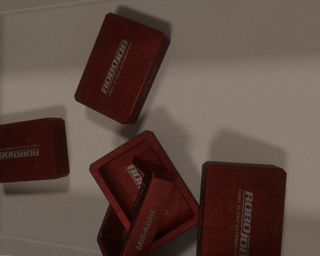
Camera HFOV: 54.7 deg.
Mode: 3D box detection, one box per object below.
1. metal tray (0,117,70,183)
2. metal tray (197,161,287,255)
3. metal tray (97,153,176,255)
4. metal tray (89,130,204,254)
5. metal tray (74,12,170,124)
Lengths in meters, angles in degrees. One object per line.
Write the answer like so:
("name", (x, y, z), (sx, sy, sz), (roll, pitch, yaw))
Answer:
("metal tray", (-0.208, 0.036, 0.479), (0.130, 0.030, 0.089), (-7, 88, 19))
("metal tray", (0.092, 0.107, 0.359), (0.091, 0.030, 0.129), (4, 91, -2))
("metal tray", (-0.034, 0.104, 0.384), (0.030, 0.090, 0.129), (19, 93, -26))
("metal tray", (-0.016, 0.079, 0.391), (0.090, 0.030, 0.130), (-32, 88, 1))
("metal tray", (-0.053, -0.080, 0.426), (0.090, 0.030, 0.129), (26, 98, 17))
